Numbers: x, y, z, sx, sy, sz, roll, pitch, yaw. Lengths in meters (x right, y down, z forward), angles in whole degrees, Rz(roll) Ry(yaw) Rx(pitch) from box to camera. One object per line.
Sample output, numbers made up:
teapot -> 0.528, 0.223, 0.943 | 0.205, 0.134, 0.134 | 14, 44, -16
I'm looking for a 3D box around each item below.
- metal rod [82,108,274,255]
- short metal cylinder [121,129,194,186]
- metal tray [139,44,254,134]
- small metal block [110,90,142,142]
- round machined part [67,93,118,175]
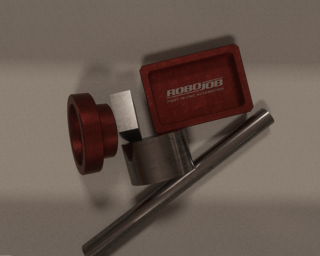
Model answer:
metal rod -> 0.024, 0.075, 0.411 | 0.301, 0.025, 0.025 | -37, 90, -1
short metal cylinder -> -0.003, 0.035, 0.384 | 0.080, 0.080, 0.050 | -15, 91, 0
metal tray -> 0.047, -0.050, 0.409 | 0.131, 0.030, 0.089 | -14, 90, -1
small metal block -> -0.042, -0.013, 0.392 | 0.025, 0.050, 0.050 | -13, 73, -2
round machined part -> -0.082, 0.005, 0.379 | 0.042, 0.098, 0.097 | -9, 90, -25
